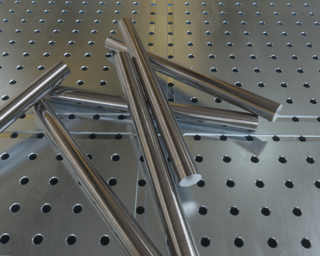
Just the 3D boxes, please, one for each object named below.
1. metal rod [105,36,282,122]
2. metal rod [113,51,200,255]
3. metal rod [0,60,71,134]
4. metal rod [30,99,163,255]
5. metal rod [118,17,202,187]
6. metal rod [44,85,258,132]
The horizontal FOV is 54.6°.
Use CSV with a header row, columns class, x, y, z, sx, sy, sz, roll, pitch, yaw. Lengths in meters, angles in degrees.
class,x,y,z,sx,sy,sz,roll,pitch,yaw
metal rod,0.031,-0.082,0.460,0.300,0.025,0.025,29,56,28
metal rod,-0.012,0.019,0.370,0.025,0.025,0.299,-13,58,-11
metal rod,-0.224,0.017,0.371,0.025,0.025,0.301,29,62,22
metal rod,-0.078,0.061,0.356,0.025,0.025,0.300,-31,57,-23
metal rod,-0.012,-0.057,0.420,0.025,0.025,0.299,-13,54,-11
metal rod,-0.019,-0.030,0.432,0.301,0.025,0.025,9,51,7
